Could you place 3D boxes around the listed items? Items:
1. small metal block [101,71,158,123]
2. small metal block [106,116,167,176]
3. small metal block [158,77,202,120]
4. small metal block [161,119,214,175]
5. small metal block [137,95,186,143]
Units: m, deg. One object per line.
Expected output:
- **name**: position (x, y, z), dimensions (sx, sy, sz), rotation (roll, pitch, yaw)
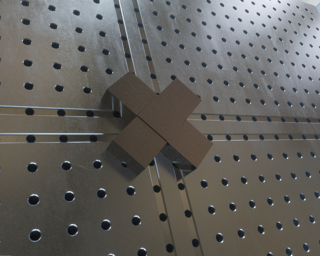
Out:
- **small metal block**: position (-0.040, -0.041, 0.413), dimensions (0.050, 0.025, 0.050), rotation (42, 51, 0)
- **small metal block**: position (-0.028, 0.021, 0.381), dimensions (0.050, 0.025, 0.050), rotation (42, 51, 0)
- **small metal block**: position (0.025, -0.037, 0.445), dimensions (0.050, 0.025, 0.050), rotation (42, 51, 0)
- **small metal block**: position (0.036, 0.025, 0.413), dimensions (0.050, 0.025, 0.050), rotation (42, 51, 0)
- **small metal block**: position (-0.002, -0.008, 0.412), dimensions (0.050, 0.025, 0.050), rotation (42, 51, 0)
